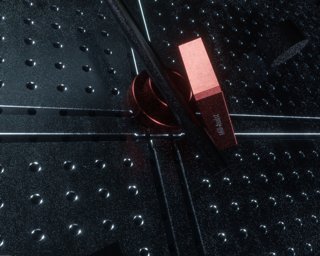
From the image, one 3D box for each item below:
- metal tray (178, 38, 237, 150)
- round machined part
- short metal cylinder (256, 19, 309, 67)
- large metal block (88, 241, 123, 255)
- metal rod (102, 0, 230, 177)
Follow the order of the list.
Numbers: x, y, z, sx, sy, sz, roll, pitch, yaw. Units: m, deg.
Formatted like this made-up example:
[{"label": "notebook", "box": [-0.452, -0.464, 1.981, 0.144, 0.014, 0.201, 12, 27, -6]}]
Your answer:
[{"label": "metal tray", "box": [0.064, -0.039, 0.400, 0.030, 0.130, 0.090, -19, 54, 10]}, {"label": "round machined part", "box": [0.009, -0.045, 0.429, 0.099, 0.042, 0.098, 14, 56, -21]}, {"label": "short metal cylinder", "box": [0.235, -0.163, 0.599, 0.081, 0.080, 0.050, -20, 73, -36]}, {"label": "large metal block", "box": [-0.072, 0.140, 0.249, 0.081, 0.080, 0.050, -17, 71, -35]}, {"label": "metal rod", "box": [-0.004, -0.074, 0.396, 0.025, 0.025, 0.299, -21, 73, -36]}]
